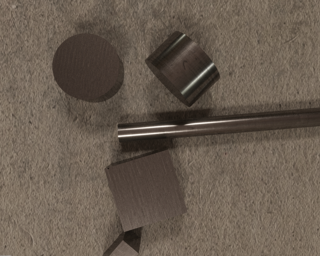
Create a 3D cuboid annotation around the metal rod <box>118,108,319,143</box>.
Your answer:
[{"bbox_3d":[0.096,-0.005,0.411,0.302,0.025,0.025,-5,90,-1],"label":"metal rod"}]

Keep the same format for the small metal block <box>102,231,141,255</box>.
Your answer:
[{"bbox_3d":[-0.052,0.162,0.397,0.025,0.050,0.050,41,90,-1],"label":"small metal block"}]

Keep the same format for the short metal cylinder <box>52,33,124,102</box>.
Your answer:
[{"bbox_3d":[-0.089,-0.074,0.396,0.081,0.050,0.079,0,90,-1],"label":"short metal cylinder"}]

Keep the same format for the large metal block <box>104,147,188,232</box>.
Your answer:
[{"bbox_3d":[-0.017,0.075,0.397,0.080,0.050,0.080,-17,90,-1],"label":"large metal block"}]

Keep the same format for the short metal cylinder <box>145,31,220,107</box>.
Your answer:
[{"bbox_3d":[0.027,-0.072,0.383,0.050,0.080,0.080,-44,91,0],"label":"short metal cylinder"}]
